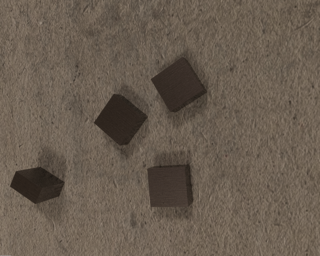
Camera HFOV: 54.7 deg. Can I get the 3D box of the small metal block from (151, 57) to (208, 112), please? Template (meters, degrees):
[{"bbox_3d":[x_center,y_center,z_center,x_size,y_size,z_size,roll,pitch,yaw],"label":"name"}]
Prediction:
[{"bbox_3d":[0.025,-0.055,0.400,0.050,0.025,0.050,-33,80,16],"label":"small metal block"}]

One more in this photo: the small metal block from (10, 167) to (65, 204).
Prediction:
[{"bbox_3d":[-0.180,0.083,0.457,0.050,0.050,0.025,27,99,17],"label":"small metal block"}]

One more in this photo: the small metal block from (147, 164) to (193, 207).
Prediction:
[{"bbox_3d":[0.013,0.075,0.404,0.050,0.025,0.050,-6,88,19],"label":"small metal block"}]

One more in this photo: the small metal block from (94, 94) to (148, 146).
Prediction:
[{"bbox_3d":[-0.054,-0.012,0.427,0.050,0.025,0.050,40,102,15],"label":"small metal block"}]
